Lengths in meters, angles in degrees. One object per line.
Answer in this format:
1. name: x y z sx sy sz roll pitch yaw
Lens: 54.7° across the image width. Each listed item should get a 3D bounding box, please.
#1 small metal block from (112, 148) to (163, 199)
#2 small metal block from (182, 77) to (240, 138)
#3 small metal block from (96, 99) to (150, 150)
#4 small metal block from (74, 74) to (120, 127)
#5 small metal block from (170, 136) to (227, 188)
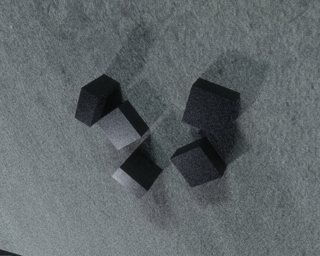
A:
1. small metal block: -0.032 0.065 0.446 0.050 0.050 0.025 40 129 0
2. small metal block: 0.058 -0.024 0.361 0.050 0.025 0.050 23 127 13
3. small metal block: -0.052 -0.004 0.430 0.050 0.025 0.050 -29 103 37
4. small metal block: -0.083 -0.037 0.410 0.025 0.050 0.050 31 128 7
5. small metal block: 0.051 0.045 0.407 0.050 0.025 0.050 -28 103 37
